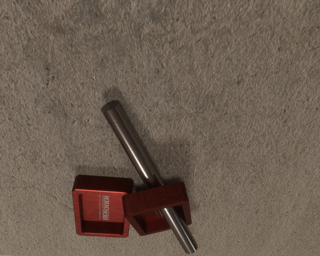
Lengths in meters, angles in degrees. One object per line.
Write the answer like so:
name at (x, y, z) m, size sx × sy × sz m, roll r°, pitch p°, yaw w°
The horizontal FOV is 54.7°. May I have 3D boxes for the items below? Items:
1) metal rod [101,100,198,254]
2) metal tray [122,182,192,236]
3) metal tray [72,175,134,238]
metal rod at (-0.004, 0.089, 0.457) m, size 0.025 × 0.025 × 0.299 m, roll -18°, pitch 121°, yaw 14°
metal tray at (0.000, 0.129, 0.480) m, size 0.091 × 0.030 × 0.130 m, roll -13°, pitch 148°, yaw 0°
metal tray at (-0.094, 0.134, 0.516) m, size 0.091 × 0.030 × 0.129 m, roll 5°, pitch 130°, yaw -5°
